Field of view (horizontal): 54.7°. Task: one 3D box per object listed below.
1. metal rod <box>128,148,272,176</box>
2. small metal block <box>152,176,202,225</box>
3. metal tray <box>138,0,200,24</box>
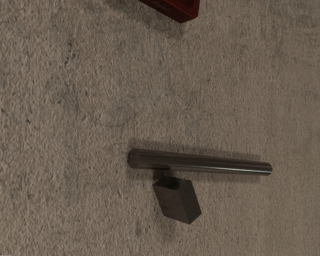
[{"bbox_3d":[0.082,0.057,0.476,0.302,0.025,0.025,10,84,-40],"label":"metal rod"},{"bbox_3d":[0.022,0.094,0.410,0.025,0.050,0.050,-30,109,-36],"label":"small metal block"},{"bbox_3d":[0.000,-0.205,0.402,0.131,0.030,0.090,14,81,-39],"label":"metal tray"}]
